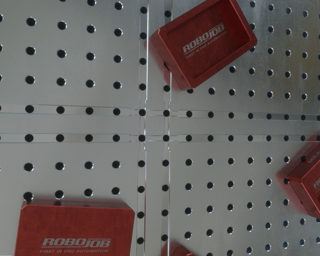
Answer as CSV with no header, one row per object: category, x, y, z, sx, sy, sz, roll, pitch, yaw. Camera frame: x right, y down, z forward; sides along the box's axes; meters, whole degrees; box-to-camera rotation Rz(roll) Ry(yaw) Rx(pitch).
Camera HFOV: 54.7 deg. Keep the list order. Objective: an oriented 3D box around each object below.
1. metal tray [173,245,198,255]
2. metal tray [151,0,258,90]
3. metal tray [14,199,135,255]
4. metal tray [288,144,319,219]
metal tray,0.057,0.238,0.432,0.130,0.030,0.090,38,78,-17
metal tray,0.065,-0.124,0.434,0.131,0.030,0.090,-36,102,-17
metal tray,-0.102,0.136,0.373,0.131,0.030,0.089,8,87,-20
metal tray,0.285,0.078,0.517,0.131,0.030,0.090,-38,103,-16
